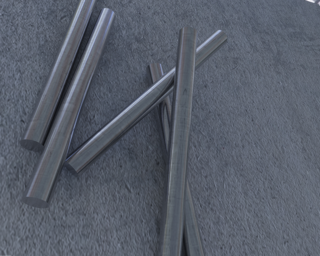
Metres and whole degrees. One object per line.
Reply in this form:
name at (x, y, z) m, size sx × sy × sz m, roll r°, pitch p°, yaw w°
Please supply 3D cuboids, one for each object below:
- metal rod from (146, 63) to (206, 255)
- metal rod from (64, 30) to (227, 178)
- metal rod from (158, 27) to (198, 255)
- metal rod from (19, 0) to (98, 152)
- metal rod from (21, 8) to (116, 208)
metal rod at (0.018, 0.045, 0.385) m, size 0.025 × 0.025 × 0.299 m, roll 3°, pitch 60°, yaw -27°
metal rod at (-0.001, -0.048, 0.402) m, size 0.025 × 0.025 × 0.301 m, roll 44°, pitch 60°, yaw 2°
metal rod at (0.023, 0.012, 0.366) m, size 0.025 × 0.025 × 0.299 m, roll 14°, pitch 69°, yaw -21°
metal rod at (-0.117, -0.105, 0.404) m, size 0.025 × 0.025 × 0.300 m, roll 19°, pitch 54°, yaw -17°
metal rod at (-0.096, -0.050, 0.373) m, size 0.025 × 0.025 × 0.300 m, roll 21°, pitch 51°, yaw -16°
